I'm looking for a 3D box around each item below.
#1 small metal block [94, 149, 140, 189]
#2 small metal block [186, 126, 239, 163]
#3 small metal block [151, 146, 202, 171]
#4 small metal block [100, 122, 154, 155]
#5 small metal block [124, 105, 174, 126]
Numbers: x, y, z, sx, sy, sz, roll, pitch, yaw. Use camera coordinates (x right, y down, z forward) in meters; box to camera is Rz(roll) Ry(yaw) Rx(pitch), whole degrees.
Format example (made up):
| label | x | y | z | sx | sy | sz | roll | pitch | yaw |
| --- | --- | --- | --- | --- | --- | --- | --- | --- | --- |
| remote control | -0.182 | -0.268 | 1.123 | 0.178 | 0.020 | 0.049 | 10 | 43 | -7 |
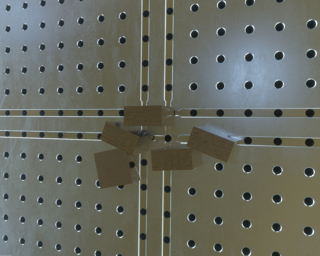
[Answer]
| label | x | y | z | sx | sy | sz | roll | pitch | yaw |
| --- | --- | --- | --- | --- | --- | --- | --- | --- | --- |
| small metal block | -0.060 | 0.054 | 0.433 | 0.050 | 0.025 | 0.050 | -13 | 86 | 19 |
| small metal block | 0.065 | 0.018 | 0.376 | 0.050 | 0.050 | 0.025 | 22 | 97 | 18 |
| small metal block | 0.022 | 0.038 | 0.391 | 0.050 | 0.050 | 0.025 | -5 | 89 | 20 |
| small metal block | -0.043 | 0.013 | 0.413 | 0.050 | 0.050 | 0.025 | 23 | 98 | 18 |
| small metal block | -0.013 | -0.015 | 0.403 | 0.050 | 0.050 | 0.025 | 0 | 90 | 19 |
